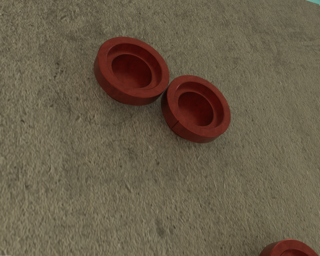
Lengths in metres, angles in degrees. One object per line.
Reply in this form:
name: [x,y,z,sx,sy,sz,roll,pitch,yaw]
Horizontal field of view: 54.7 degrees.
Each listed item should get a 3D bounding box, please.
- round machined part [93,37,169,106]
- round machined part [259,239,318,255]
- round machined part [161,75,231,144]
round machined part: [-0.040,-0.071,0.414,0.099,0.042,0.098,14,56,-21]
round machined part: [0.150,0.184,0.361,0.099,0.042,0.098,14,56,-21]
round machined part: [0.045,-0.022,0.430,0.099,0.042,0.098,14,56,-21]
